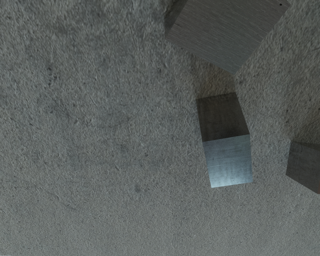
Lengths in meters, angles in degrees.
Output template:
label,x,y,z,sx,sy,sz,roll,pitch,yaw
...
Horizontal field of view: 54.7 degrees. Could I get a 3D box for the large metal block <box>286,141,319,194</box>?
label,x,y,z,sx,sy,sz,roll,pitch,yaw
large metal block,0.227,0.052,0.408,0.081,0.080,0.050,5,97,-5

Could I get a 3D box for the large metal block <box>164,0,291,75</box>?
label,x,y,z,sx,sy,sz,roll,pitch,yaw
large metal block,0.059,-0.111,0.297,0.080,0.050,0.080,23,127,-18

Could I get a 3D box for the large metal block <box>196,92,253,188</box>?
label,x,y,z,sx,sy,sz,roll,pitch,yaw
large metal block,0.079,0.014,0.384,0.050,0.080,0.080,-10,130,8
